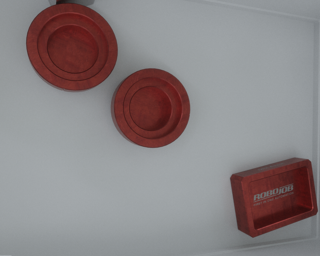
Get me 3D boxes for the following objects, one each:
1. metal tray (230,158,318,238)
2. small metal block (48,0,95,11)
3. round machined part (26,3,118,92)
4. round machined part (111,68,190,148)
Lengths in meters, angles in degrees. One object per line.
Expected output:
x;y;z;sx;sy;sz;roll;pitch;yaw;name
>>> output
0.177;0.103;0.475;0.131;0.030;0.089;-11;94;-20;metal tray
-0.102;-0.158;0.360;0.050;0.050;0.025;-25;99;-19;small metal block
-0.103;-0.090;0.364;0.099;0.042;0.097;0;90;-21;round machined part
-0.014;-0.024;0.397;0.099;0.042;0.097;0;90;-21;round machined part
